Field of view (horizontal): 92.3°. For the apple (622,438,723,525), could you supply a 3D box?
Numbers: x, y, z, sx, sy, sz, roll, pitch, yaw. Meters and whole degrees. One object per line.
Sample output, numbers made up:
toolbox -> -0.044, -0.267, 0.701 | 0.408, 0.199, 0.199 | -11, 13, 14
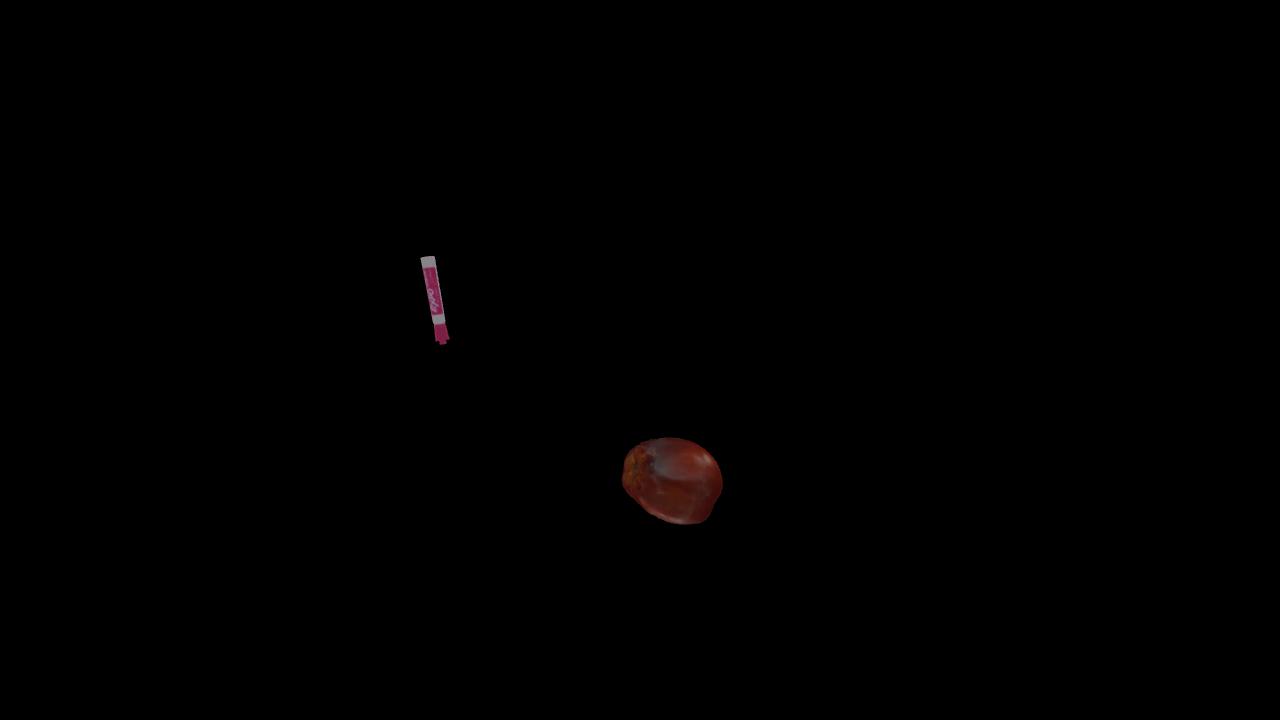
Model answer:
apple -> 0.029, 0.106, 0.550 | 0.093, 0.079, 0.079 | 20, -11, -31

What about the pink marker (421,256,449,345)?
pink marker -> -0.280, -0.081, 0.842 | 0.020, 0.121, 0.020 | -8, 7, 1
